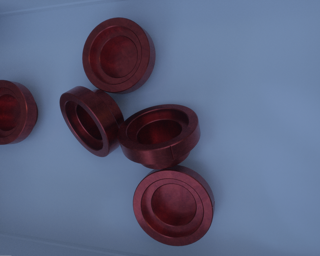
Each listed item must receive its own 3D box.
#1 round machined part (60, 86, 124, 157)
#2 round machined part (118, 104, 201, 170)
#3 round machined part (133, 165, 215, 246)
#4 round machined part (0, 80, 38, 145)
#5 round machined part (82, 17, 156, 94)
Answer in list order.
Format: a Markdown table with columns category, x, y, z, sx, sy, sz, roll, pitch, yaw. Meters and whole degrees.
| category | x | y | z | sx | sy | sz | roll | pitch | yaw |
| --- | --- | --- | --- | --- | --- | --- | --- | --- | --- |
| round machined part | -0.086 | -0.013 | 0.414 | 0.098 | 0.042 | 0.097 | 31 | 142 | 29 |
| round machined part | 0.001 | 0.013 | 0.381 | 0.098 | 0.098 | 0.042 | -1 | 125 | 20 |
| round machined part | 0.020 | 0.092 | 0.388 | 0.098 | 0.042 | 0.097 | 3 | 101 | 15 |
| round machined part | -0.232 | -0.024 | 0.483 | 0.098 | 0.042 | 0.097 | 0 | 90 | 18 |
| round machined part | -0.052 | -0.094 | 0.420 | 0.098 | 0.042 | 0.097 | 0 | 90 | 20 |
